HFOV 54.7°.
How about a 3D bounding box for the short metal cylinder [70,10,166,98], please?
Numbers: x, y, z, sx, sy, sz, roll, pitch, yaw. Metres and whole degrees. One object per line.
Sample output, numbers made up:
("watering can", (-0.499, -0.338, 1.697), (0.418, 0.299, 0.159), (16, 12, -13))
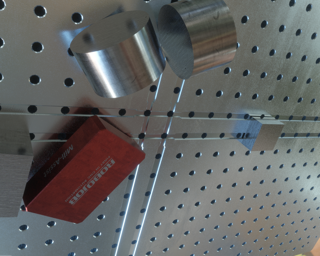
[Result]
("short metal cylinder", (-0.040, -0.074, 0.308), (0.080, 0.080, 0.050), (-30, 129, -9))

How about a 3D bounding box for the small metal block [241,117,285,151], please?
("small metal block", (0.169, 0.010, 0.510), (0.050, 0.025, 0.050), (1, 118, -29))

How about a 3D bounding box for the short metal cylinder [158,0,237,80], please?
("short metal cylinder", (0.038, -0.098, 0.335), (0.050, 0.080, 0.080), (-22, 127, -15))

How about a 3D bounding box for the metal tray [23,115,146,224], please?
("metal tray", (-0.091, 0.056, 0.382), (0.130, 0.030, 0.090), (-46, 140, 4))

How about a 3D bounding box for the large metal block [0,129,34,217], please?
("large metal block", (-0.185, 0.045, 0.322), (0.081, 0.050, 0.079), (9, 114, -32))
